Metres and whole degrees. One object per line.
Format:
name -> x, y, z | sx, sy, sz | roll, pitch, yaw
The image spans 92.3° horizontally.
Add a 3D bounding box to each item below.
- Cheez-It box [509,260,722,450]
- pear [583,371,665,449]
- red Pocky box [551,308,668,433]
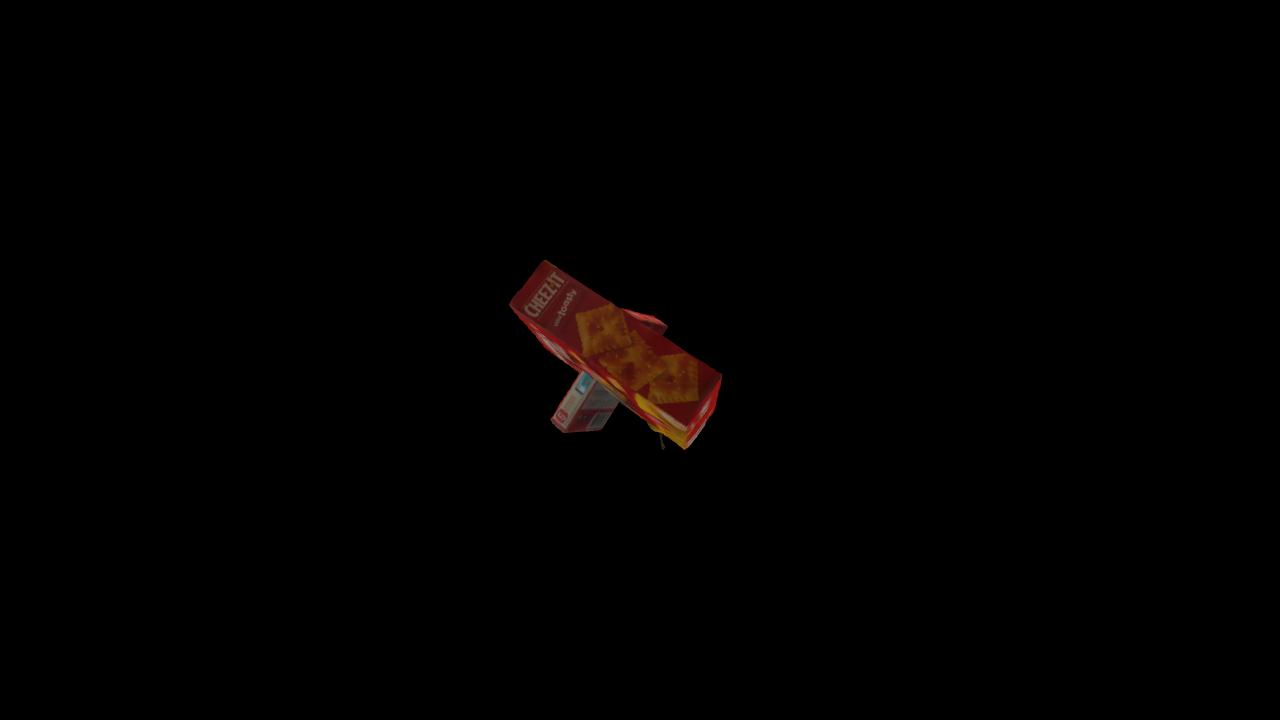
Cheez-It box -> -0.021, 0.001, 0.676 | 0.223, 0.071, 0.166 | 34, -10, 13
pear -> 0.025, 0.047, 0.735 | 0.080, 0.111, 0.080 | 14, 4, -1
red Pocky box -> -0.034, 0.014, 0.703 | 0.028, 0.155, 0.083 | 39, 14, 25
